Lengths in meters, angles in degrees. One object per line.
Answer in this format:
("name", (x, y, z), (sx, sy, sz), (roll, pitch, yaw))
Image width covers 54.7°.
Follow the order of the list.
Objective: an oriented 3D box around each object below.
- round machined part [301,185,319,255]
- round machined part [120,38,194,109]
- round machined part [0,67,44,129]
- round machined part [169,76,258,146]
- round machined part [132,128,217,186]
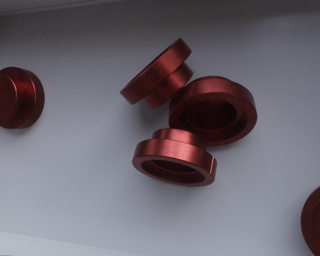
("round machined part", (0.203, 0.100, 0.325), (0.098, 0.042, 0.097), (-1, 88, 29))
("round machined part", (0.001, -0.060, 0.376), (0.098, 0.098, 0.042), (-39, 102, 15))
("round machined part", (-0.234, -0.047, 0.482), (0.098, 0.042, 0.097), (0, 90, 19))
("round machined part", (0.060, -0.022, 0.361), (0.098, 0.098, 0.042), (-13, 50, 19))
("round machined part", (0.020, 0.034, 0.371), (0.098, 0.098, 0.042), (5, 64, 19))
